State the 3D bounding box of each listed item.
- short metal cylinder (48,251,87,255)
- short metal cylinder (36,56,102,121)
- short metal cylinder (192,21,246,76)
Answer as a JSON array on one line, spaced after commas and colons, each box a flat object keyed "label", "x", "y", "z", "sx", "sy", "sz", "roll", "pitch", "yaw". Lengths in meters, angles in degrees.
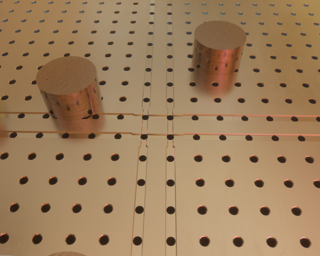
[{"label": "short metal cylinder", "x": -0.080, "y": 0.153, "z": 0.262, "sx": 0.081, "sy": 0.050, "sz": 0.080, "roll": 0, "pitch": 50, "yaw": 0}, {"label": "short metal cylinder", "x": -0.126, "y": -0.057, "z": 0.438, "sx": 0.081, "sy": 0.050, "sz": 0.080, "roll": 0, "pitch": 50, "yaw": 0}, {"label": "short metal cylinder", "x": 0.094, "y": -0.130, "z": 0.501, "sx": 0.081, "sy": 0.050, "sz": 0.080, "roll": 0, "pitch": 50, "yaw": 0}]
